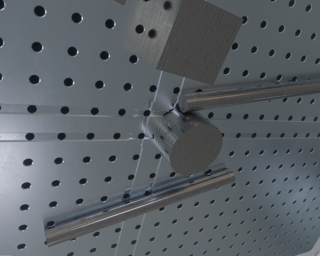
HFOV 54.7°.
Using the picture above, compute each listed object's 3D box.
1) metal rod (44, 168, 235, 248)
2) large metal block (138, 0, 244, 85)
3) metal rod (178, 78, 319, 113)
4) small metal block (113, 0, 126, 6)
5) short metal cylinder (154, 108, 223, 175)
[{"bbox_3d":[-0.017,0.115,0.473,0.302,0.025,0.025,-14,124,-21],"label":"metal rod"},{"bbox_3d":[0.033,-0.102,0.350,0.081,0.050,0.079,10,114,-33],"label":"large metal block"},{"bbox_3d":[0.167,-0.054,0.468,0.303,0.025,0.025,-9,123,-24],"label":"metal rod"},{"bbox_3d":[-0.049,-0.152,0.291,0.050,0.025,0.050,17,109,-35],"label":"small metal block"},{"bbox_3d":[0.038,0.018,0.427,0.081,0.050,0.079,-14,124,-21],"label":"short metal cylinder"}]
